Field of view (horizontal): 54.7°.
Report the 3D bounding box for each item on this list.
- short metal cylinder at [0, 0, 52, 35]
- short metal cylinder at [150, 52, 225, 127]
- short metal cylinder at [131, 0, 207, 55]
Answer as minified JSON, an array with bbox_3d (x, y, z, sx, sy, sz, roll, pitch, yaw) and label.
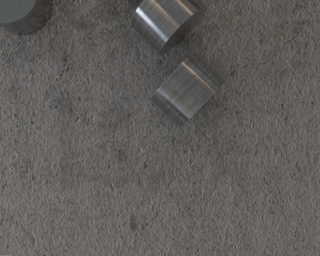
[{"bbox_3d":[-0.187,-0.165,0.396,0.081,0.050,0.080,0,90,0],"label":"short metal cylinder"},{"bbox_3d":[0.034,-0.046,0.383,0.050,0.080,0.080,43,90,0],"label":"short metal cylinder"},{"bbox_3d":[0.011,-0.137,0.382,0.080,0.080,0.050,-43,90,0],"label":"short metal cylinder"}]
